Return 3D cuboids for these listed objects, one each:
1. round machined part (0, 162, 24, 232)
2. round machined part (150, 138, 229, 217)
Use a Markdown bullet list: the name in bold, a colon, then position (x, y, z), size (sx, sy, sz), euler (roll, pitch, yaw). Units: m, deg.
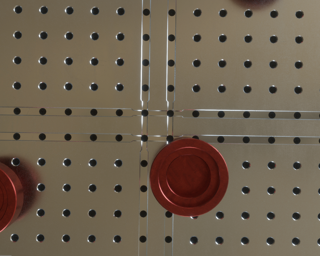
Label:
- **round machined part**: position (-0.227, 0.089, 0.404), size (0.099, 0.042, 0.097), euler (0, 90, 0)
- **round machined part**: position (0.036, 0.061, 0.405), size (0.099, 0.042, 0.097), euler (0, 90, 0)
